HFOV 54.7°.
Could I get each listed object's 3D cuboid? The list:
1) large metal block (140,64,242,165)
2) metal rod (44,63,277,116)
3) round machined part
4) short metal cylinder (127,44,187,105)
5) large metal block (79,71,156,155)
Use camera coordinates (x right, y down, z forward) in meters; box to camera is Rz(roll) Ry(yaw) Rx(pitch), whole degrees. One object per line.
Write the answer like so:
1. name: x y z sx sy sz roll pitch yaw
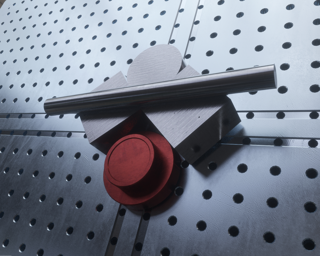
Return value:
1. large metal block: 0.036 -0.017 0.375 0.080 0.050 0.080 -41 51 1
2. metal rod: -0.020 -0.040 0.372 0.300 0.025 0.025 -5 60 26
3. round machined part: -0.028 0.046 0.379 0.098 0.042 0.098 -13 56 21
4. short metal cylinder: 0.002 -0.068 0.428 0.080 0.050 0.080 -13 56 21
5. large metal block: -0.062 -0.019 0.431 0.080 0.050 0.080 -34 53 5
